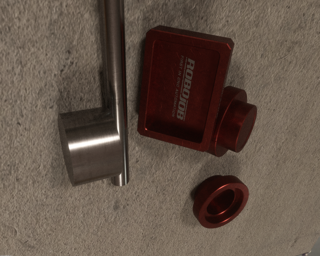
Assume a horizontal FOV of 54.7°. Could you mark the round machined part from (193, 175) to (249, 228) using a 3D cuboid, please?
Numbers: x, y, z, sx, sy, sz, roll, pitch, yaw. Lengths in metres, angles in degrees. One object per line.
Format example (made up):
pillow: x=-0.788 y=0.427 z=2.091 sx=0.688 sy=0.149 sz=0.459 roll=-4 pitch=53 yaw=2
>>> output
round machined part: x=0.098 y=0.119 z=0.526 sx=0.099 sy=0.042 sz=0.097 roll=-14 pitch=125 yaw=-21

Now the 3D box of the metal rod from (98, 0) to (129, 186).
metal rod: x=-0.050 y=-0.056 z=0.345 sx=0.025 sy=0.025 sz=0.298 roll=-12 pitch=124 yaw=-22

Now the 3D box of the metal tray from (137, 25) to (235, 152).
metal tray: x=0.026 y=-0.043 z=0.357 sx=0.090 sy=0.030 sz=0.129 roll=15 pitch=119 yaw=13

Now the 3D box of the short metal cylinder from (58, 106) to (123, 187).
short metal cylinder: x=-0.078 y=0.019 z=0.341 sx=0.050 sy=0.080 sz=0.079 roll=-11 pitch=124 yaw=-23

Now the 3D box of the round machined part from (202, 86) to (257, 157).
round machined part: x=0.099 y=-0.005 z=0.421 sx=0.099 sy=0.042 sz=0.097 roll=-41 pitch=143 yaw=-41
